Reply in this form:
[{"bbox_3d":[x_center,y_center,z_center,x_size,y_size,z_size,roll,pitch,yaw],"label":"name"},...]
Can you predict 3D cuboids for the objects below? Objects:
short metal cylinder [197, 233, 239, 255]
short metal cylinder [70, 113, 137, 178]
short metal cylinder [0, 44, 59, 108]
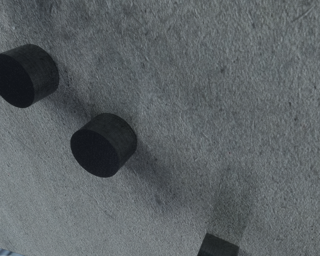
[{"bbox_3d":[0.079,0.203,0.455,0.050,0.080,0.079,19,126,17],"label":"short metal cylinder"},{"bbox_3d":[-0.081,0.025,0.449,0.080,0.050,0.079,13,124,21],"label":"short metal cylinder"},{"bbox_3d":[-0.195,-0.075,0.447,0.080,0.050,0.079,13,124,21],"label":"short metal cylinder"}]
